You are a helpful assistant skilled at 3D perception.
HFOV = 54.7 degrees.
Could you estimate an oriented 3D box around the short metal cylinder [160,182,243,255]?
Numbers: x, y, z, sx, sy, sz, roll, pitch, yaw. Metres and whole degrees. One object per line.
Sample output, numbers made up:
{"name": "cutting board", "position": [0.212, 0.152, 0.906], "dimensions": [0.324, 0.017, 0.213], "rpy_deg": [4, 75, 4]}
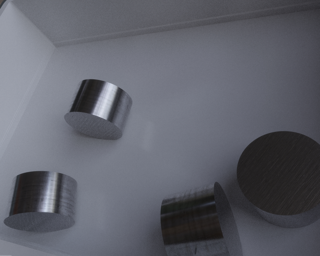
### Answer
{"name": "short metal cylinder", "position": [0.040, 0.096, 0.290], "dimensions": [0.050, 0.080, 0.080], "rpy_deg": [-19, 54, 17]}

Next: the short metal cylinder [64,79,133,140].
{"name": "short metal cylinder", "position": [-0.084, -0.023, 0.427], "dimensions": [0.080, 0.080, 0.050], "rpy_deg": [1, 62, 28]}

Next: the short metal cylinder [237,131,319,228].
{"name": "short metal cylinder", "position": [0.119, 0.050, 0.296], "dimensions": [0.080, 0.050, 0.080], "rpy_deg": [-13, 56, 20]}

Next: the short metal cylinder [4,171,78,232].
{"name": "short metal cylinder", "position": [-0.146, 0.094, 0.388], "dimensions": [0.080, 0.080, 0.050], "rpy_deg": [-18, 55, 18]}
